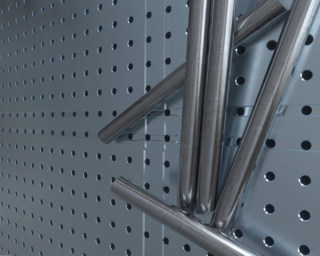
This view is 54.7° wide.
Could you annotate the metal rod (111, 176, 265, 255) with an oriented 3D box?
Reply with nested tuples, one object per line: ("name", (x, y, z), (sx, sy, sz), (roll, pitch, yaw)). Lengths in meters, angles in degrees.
("metal rod", (0.069, 0.125, 0.321), (0.300, 0.025, 0.025), (23, 105, 27))

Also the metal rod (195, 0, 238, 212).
("metal rod", (0.062, -0.053, 0.331), (0.025, 0.025, 0.298), (14, 106, 39))

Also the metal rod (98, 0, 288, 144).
("metal rod", (0.018, -0.057, 0.392), (0.299, 0.025, 0.025), (-35, 69, 34))

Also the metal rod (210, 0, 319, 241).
("metal rod", (0.108, -0.016, 0.319), (0.025, 0.025, 0.298), (27, 107, 36))

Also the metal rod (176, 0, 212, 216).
("metal rod", (0.039, -0.037, 0.349), (0.025, 0.025, 0.298), (13, 106, 39))
